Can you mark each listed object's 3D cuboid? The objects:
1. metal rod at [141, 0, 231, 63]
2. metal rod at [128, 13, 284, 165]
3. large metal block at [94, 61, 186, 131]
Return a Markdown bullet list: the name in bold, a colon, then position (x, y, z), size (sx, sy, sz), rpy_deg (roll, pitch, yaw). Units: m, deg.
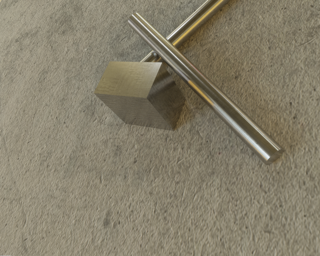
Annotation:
- **metal rod**: position (0.067, -0.174, 0.474), size (0.300, 0.025, 0.025), rpy_deg (-43, 51, -2)
- **metal rod**: position (0.041, -0.069, 0.402), size (0.025, 0.025, 0.300), rpy_deg (-39, 58, 1)
- **large metal block**: position (-0.023, -0.041, 0.405), size (0.080, 0.080, 0.050), rpy_deg (8, 66, 31)
